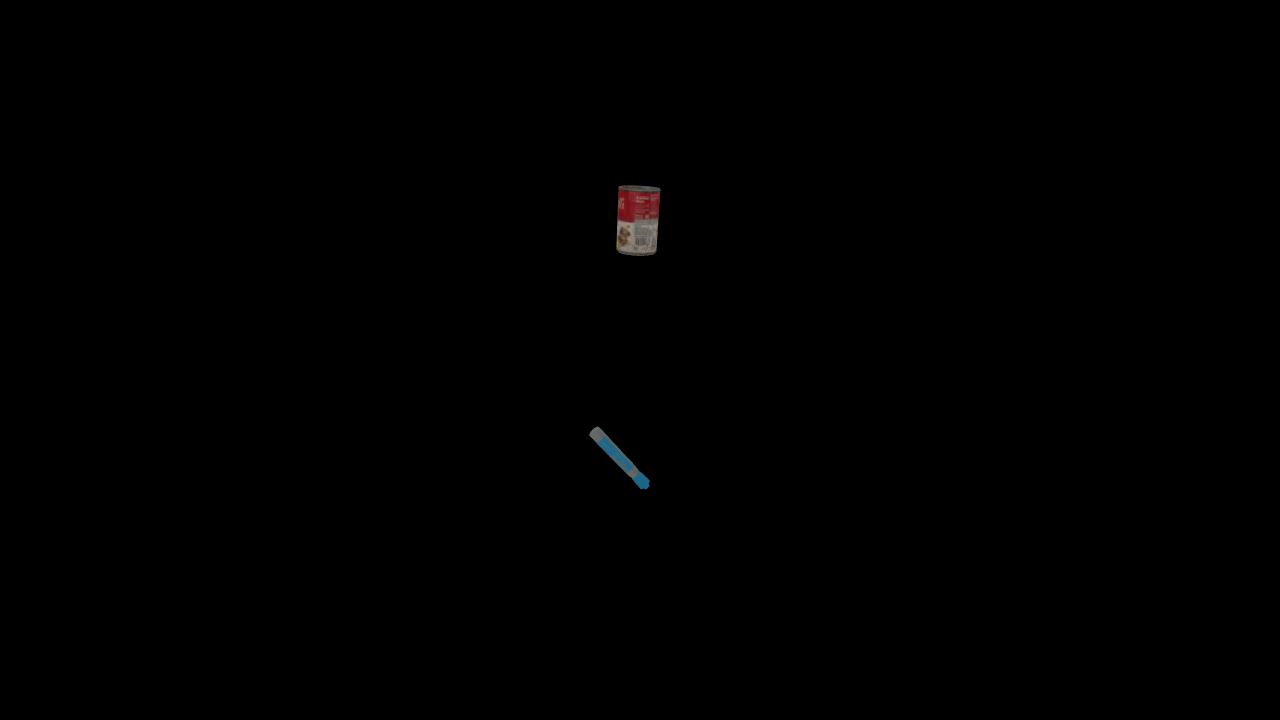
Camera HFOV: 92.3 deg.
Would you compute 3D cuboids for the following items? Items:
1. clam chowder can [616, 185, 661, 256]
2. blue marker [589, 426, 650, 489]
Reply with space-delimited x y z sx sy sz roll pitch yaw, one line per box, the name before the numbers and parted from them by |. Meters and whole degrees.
clam chowder can | -0.003 -0.224 0.986 0.068 0.102 0.068 2 21 -1
blue marker | -0.028 0.145 0.897 0.020 0.121 0.020 -38 15 12
